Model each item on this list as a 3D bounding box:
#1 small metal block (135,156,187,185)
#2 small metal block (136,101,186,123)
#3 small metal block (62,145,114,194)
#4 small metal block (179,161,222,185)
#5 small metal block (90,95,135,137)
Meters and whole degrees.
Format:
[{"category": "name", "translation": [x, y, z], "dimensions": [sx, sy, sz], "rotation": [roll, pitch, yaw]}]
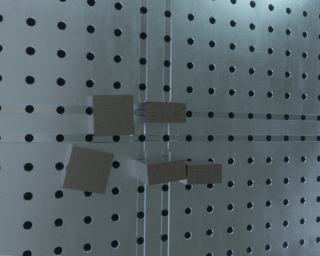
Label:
[{"category": "small metal block", "translation": [0.000, 0.054, 0.401], "dimensions": [0.050, 0.050, 0.025], "rotation": [-6, 92, -20]}, {"category": "small metal block", "translation": [0.000, -0.019, 0.400], "dimensions": [0.050, 0.050, 0.025], "rotation": [1, 90, -20]}, {"category": "small metal block", "translation": [-0.089, 0.051, 0.381], "dimensions": [0.050, 0.025, 0.050], "rotation": [14, 85, -20]}, {"category": "small metal block", "translation": [0.049, 0.059, 0.419], "dimensions": [0.050, 0.050, 0.025], "rotation": [1, 90, -20]}, {"category": "small metal block", "translation": [-0.060, -0.016, 0.391], "dimensions": [0.050, 0.025, 0.050], "rotation": [-2, 91, -20]}]
